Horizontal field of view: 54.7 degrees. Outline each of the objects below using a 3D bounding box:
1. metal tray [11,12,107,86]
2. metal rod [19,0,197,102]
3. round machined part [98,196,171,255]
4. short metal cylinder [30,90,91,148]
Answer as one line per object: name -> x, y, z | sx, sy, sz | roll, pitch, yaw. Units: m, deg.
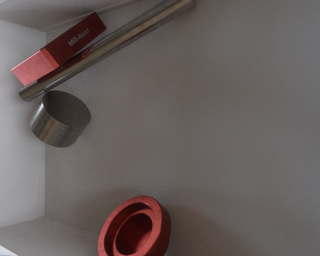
metal tray -> -0.148, -0.120, 0.465 | 0.090, 0.130, 0.030 | -14, 121, 39
metal rod -> -0.088, -0.106, 0.435 | 0.300, 0.025, 0.025 | -23, 76, 24
round machined part -> -0.027, 0.139, 0.395 | 0.098, 0.042, 0.098 | -26, 34, 20
short metal cylinder -> -0.160, -0.015, 0.500 | 0.050, 0.081, 0.080 | -49, 61, 29
